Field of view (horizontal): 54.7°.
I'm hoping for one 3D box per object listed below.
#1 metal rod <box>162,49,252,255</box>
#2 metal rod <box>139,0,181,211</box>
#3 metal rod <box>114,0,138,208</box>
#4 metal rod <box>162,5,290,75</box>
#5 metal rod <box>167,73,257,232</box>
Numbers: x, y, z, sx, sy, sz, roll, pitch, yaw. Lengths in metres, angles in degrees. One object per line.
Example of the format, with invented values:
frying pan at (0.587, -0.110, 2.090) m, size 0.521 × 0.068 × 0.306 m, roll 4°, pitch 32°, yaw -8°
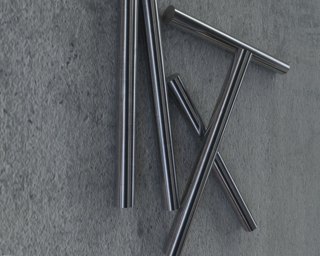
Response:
metal rod at (0.068, 0.031, 0.431) m, size 0.025 × 0.025 × 0.299 m, roll 25°, pitch 84°, yaw -38°
metal rod at (-0.002, -0.041, 0.402) m, size 0.025 × 0.025 × 0.298 m, roll -11°, pitch 97°, yaw -40°
metal rod at (-0.040, -0.057, 0.370) m, size 0.025 × 0.025 × 0.298 m, roll 1°, pitch 89°, yaw -40°
metal rod at (0.127, -0.134, 0.509) m, size 0.302 × 0.025 × 0.025 m, roll 9°, pitch 85°, yaw -40°
metal rod at (0.085, 0.051, 0.475) m, size 0.025 × 0.025 × 0.299 m, roll -45°, pitch 117°, yaw -30°
